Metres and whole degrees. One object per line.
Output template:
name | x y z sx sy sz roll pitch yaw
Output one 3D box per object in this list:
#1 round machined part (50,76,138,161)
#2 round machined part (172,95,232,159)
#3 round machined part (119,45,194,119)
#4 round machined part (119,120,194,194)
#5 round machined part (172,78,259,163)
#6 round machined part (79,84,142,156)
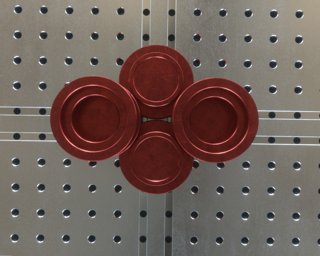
round machined part | -0.075 -0.011 0.372 0.099 0.042 0.097 0 90 0
round machined part | 0.063 -0.010 0.405 0.099 0.042 0.097 0 90 0
round machined part | -0.005 -0.060 0.404 0.099 0.042 0.097 0 90 0
round machined part | -0.005 0.038 0.404 0.099 0.042 0.097 0 90 0
round machined part | 0.063 -0.009 0.373 0.099 0.042 0.097 0 90 0
round machined part | -0.073 -0.011 0.404 0.099 0.042 0.097 0 90 0
